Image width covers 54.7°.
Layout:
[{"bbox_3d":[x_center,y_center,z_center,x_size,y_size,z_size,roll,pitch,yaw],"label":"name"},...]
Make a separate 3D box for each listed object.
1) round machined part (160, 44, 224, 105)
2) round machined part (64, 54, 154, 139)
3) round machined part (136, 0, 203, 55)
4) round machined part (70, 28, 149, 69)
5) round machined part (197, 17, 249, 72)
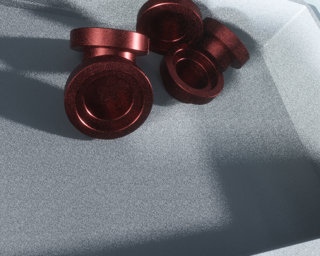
[{"bbox_3d":[0.044,-0.075,0.466,0.099,0.042,0.098,14,56,-21],"label":"round machined part"},{"bbox_3d":[-0.060,-0.038,0.360,0.099,0.097,0.042,9,27,-24],"label":"round machined part"},{"bbox_3d":[0.014,-0.159,0.466,0.099,0.097,0.042,14,56,-21],"label":"round machined part"},{"bbox_3d":[-0.064,-0.097,0.397,0.099,0.098,0.042,0,98,-29],"label":"round machined part"},{"bbox_3d":[0.094,-0.129,0.504,0.098,0.098,0.042,43,94,1],"label":"round machined part"}]
